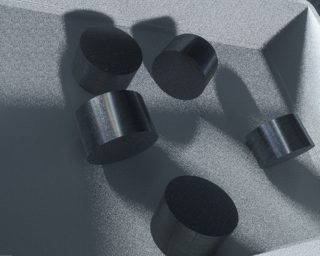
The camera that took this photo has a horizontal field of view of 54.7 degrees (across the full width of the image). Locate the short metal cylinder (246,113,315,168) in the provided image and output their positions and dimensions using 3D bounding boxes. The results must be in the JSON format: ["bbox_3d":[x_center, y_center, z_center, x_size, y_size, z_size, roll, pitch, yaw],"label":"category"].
[{"bbox_3d":[0.173,0.021,0.451,0.081,0.080,0.050,-8,66,-32],"label":"short metal cylinder"}]

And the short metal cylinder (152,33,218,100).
[{"bbox_3d":[0.036,-0.086,0.442,0.080,0.080,0.050,37,51,-3],"label":"short metal cylinder"}]

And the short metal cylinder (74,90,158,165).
[{"bbox_3d":[-0.048,0.001,0.343,0.081,0.080,0.050,-10,67,-32],"label":"short metal cylinder"}]

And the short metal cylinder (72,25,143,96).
[{"bbox_3d":[-0.070,-0.087,0.405,0.081,0.050,0.080,14,56,-21],"label":"short metal cylinder"}]

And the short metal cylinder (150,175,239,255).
[{"bbox_3d":[0.035,0.097,0.331,0.081,0.050,0.080,16,32,-10],"label":"short metal cylinder"}]
